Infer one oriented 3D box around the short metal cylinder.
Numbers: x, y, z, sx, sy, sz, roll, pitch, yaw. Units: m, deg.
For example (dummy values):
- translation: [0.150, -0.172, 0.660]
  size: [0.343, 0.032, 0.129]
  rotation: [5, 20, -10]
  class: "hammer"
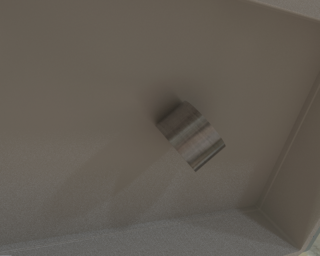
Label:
- translation: [0.039, 0.011, 0.403]
  size: [0.050, 0.080, 0.080]
  rotation: [-41, 130, -1]
  class: "short metal cylinder"
